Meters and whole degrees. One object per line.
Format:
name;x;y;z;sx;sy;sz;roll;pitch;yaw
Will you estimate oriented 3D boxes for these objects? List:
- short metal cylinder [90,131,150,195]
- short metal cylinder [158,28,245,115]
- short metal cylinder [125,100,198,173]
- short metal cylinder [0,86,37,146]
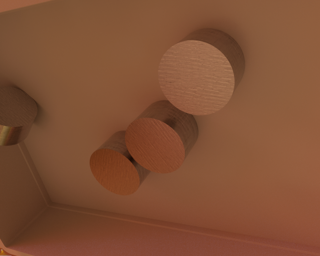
short metal cylinder;-0.054;0.050;0.450;0.080;0.050;0.079;13;124;20
short metal cylinder;0.045;-0.060;0.331;0.080;0.050;0.079;13;124;20
short metal cylinder;0.003;0.011;0.397;0.080;0.050;0.079;13;124;20
short metal cylinder;-0.241;-0.019;0.485;0.080;0.080;0.050;40;129;0
